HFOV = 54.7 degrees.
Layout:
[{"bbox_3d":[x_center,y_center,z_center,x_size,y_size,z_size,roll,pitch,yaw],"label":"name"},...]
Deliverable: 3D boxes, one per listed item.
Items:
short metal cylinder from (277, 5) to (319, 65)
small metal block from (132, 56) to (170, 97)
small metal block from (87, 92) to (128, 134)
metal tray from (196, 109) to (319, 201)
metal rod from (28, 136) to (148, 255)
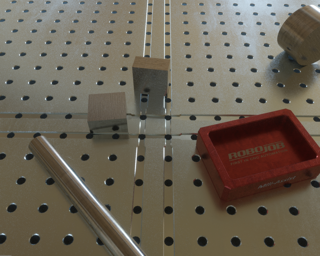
[{"bbox_3d":[0.240,-0.149,0.500,0.081,0.080,0.050,-17,52,-14],"label":"short metal cylinder"},{"bbox_3d":[-0.012,-0.075,0.455,0.050,0.050,0.025,7,51,5],"label":"small metal block"},{"bbox_3d":[-0.071,-0.022,0.425,0.050,0.025,0.050,-5,50,-5],"label":"small metal block"},{"bbox_3d":[0.121,0.029,0.381,0.131,0.030,0.090,-12,51,-11],"label":"metal tray"},{"bbox_3d":[-0.052,0.105,0.318,0.025,0.025,0.300,-35,59,-26],"label":"metal rod"}]
